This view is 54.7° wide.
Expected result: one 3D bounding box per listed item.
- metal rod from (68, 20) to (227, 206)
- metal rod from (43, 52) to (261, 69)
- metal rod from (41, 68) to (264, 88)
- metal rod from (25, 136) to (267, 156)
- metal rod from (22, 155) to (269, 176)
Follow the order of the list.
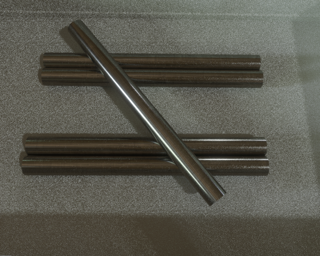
[{"bbox_3d":[-0.026,-0.030,0.393,0.025,0.025,0.300,-36,74,-12],"label":"metal rod"},{"bbox_3d":[-0.011,-0.093,0.441,0.302,0.025,0.025,1,70,0],"label":"metal rod"},{"bbox_3d":[-0.010,-0.070,0.433,0.302,0.025,0.025,1,70,0],"label":"metal rod"},{"bbox_3d":[-0.017,0.024,0.399,0.302,0.025,0.025,0,70,0],"label":"metal rod"},{"bbox_3d":[-0.017,0.047,0.390,0.302,0.025,0.025,0,70,0],"label":"metal rod"}]
